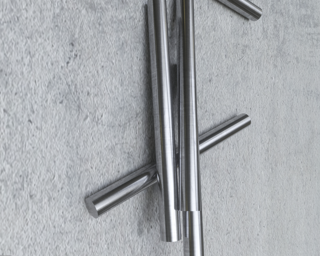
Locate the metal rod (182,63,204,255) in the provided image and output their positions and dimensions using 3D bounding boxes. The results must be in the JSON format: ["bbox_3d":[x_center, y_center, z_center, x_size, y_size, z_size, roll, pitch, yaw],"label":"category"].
[{"bbox_3d":[0.039,0.053,0.400,0.025,0.025,0.299,11,72,-40],"label":"metal rod"}]

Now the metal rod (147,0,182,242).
[{"bbox_3d":[0.004,-0.016,0.385,0.025,0.025,0.298,2,82,-40],"label":"metal rod"}]

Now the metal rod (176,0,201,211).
[{"bbox_3d":[0.035,-0.048,0.398,0.025,0.025,0.299,11,72,-40],"label":"metal rod"}]

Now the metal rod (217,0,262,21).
[{"bbox_3d":[0.054,-0.219,0.448,0.302,0.025,0.025,9,84,-40],"label":"metal rod"}]

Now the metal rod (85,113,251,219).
[{"bbox_3d":[0.034,0.038,0.432,0.302,0.025,0.025,-25,106,-37],"label":"metal rod"}]
